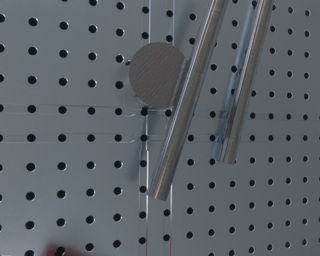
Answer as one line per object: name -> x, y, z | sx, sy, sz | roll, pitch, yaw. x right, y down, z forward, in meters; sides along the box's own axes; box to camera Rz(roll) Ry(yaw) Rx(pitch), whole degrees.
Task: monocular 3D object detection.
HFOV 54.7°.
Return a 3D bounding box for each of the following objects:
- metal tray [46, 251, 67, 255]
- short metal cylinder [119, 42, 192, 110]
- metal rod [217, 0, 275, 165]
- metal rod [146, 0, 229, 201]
metal tray -> -0.094, 0.216, 0.375 | 0.131, 0.030, 0.090 | 28, 81, -18
short metal cylinder -> -0.007, -0.064, 0.397 | 0.081, 0.050, 0.079 | 0, 90, -20
metal rod -> 0.133, -0.093, 0.461 | 0.025, 0.025, 0.299 | 17, 84, -19
metal rod -> 0.041, -0.061, 0.374 | 0.025, 0.025, 0.299 | 20, 83, -19
